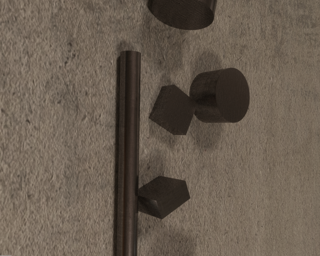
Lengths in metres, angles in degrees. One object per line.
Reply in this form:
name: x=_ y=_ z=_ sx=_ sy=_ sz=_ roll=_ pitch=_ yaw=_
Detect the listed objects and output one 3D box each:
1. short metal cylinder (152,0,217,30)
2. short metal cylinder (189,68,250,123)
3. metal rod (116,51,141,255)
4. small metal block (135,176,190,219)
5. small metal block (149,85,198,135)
short metal cylinder: x=0.034 y=-0.169 z=0.399 sx=0.080 sy=0.080 sz=0.050 roll=19 pitch=78 yaw=-39
short metal cylinder: x=0.091 y=-0.048 z=0.467 sx=0.081 sy=0.050 sz=0.079 roll=0 pitch=90 yaw=-40
metal rod: x=-0.038 y=0.058 z=0.374 sx=0.025 sy=0.025 sz=0.298 roll=2 pitch=89 yaw=-40
small metal block: x=0.001 y=0.086 z=0.391 sx=0.050 sy=0.050 sz=0.025 roll=-26 pitch=107 yaw=-37
small metal block: x=0.019 y=-0.024 z=0.423 sx=0.050 sy=0.025 sz=0.050 roll=34 pitch=69 yaw=-35
